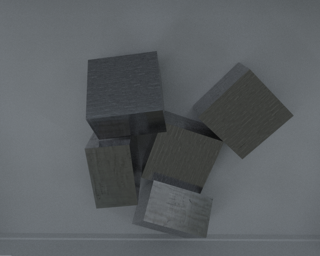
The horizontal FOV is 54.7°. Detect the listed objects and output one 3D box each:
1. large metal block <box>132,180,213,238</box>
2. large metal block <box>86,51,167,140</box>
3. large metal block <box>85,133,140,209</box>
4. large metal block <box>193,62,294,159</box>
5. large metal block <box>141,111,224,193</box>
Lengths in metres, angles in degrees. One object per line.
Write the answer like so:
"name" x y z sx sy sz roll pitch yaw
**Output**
"large metal block" 0.014 0.112 0.415 0.080 0.080 0.050 18 67 -9
"large metal block" -0.038 -0.037 0.360 0.080 0.080 0.050 -7 152 3
"large metal block" -0.056 0.044 0.396 0.050 0.080 0.079 -5 110 1
"large metal block" 0.101 -0.022 0.390 0.080 0.050 0.080 42 104 -14
"large metal block" 0.027 0.031 0.409 0.080 0.050 0.079 18 109 -7
